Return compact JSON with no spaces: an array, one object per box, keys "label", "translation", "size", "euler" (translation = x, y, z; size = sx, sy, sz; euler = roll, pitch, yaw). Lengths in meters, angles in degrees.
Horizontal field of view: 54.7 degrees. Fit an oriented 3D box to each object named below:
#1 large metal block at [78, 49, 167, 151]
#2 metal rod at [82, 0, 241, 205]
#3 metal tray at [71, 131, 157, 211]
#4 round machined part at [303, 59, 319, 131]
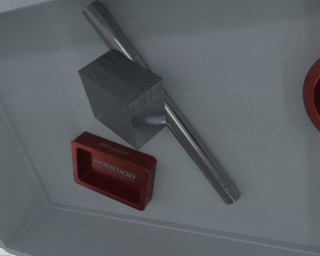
[{"label":"large metal block","translation":[-0.041,-0.033,0.363],"size":[0.080,0.050,0.080],"euler":[35,152,27]},{"label":"metal rod","translation":[0.008,-0.024,0.388],"size":[0.025,0.025,0.299],"euler":[-29,103,37]},{"label":"metal tray","translation":[-0.074,0.067,0.483],"size":[0.130,0.030,0.089],"euler":[19,126,16]},{"label":"round machined part","translation":[0.181,-0.028,0.267],"size":[0.098,0.042,0.097],"euler":[44,149,35]}]
